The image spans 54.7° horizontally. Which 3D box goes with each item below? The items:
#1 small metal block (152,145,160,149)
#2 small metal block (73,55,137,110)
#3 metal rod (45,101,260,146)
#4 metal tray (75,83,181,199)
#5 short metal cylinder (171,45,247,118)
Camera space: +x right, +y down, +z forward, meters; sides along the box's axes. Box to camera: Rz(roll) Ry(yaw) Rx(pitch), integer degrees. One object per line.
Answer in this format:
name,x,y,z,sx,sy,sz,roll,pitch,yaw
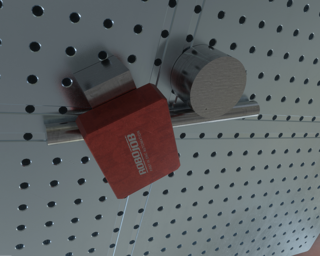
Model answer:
small metal block,-0.019,0.041,0.426,0.050,0.025,0.050,-21,127,-16
small metal block,-0.060,-0.049,0.332,0.050,0.050,0.025,-28,128,-11
metal rod,0.008,-0.011,0.411,0.303,0.025,0.025,-8,122,-25
metal tray,-0.029,0.021,0.356,0.091,0.030,0.129,-27,139,-11
short metal cylinder,0.061,-0.059,0.393,0.081,0.050,0.079,-14,125,-21
